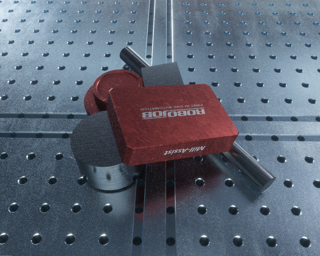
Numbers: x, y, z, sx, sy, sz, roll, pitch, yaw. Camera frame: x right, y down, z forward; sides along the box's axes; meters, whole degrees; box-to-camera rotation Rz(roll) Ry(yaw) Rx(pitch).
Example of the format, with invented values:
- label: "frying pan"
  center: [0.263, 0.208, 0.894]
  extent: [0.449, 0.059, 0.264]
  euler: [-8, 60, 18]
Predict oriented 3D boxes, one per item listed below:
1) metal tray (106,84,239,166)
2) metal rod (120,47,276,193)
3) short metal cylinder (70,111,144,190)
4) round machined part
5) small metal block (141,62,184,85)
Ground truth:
- label: "metal tray"
  center: [0.013, -0.009, 0.357]
  extent: [0.131, 0.030, 0.090]
  euler: [-6, 49, -22]
- label: "metal rod"
  center: [0.034, -0.029, 0.427]
  extent: [0.025, 0.025, 0.300]
  euler: [-29, 56, -22]
- label: "short metal cylinder"
  center: [-0.059, 0.025, 0.364]
  extent: [0.081, 0.050, 0.080]
  euler: [0, 50, 0]
- label: "round machined part"
  center: [-0.055, -0.044, 0.426]
  extent: [0.099, 0.042, 0.098]
  euler: [-1, 50, 1]
- label: "small metal block"
  center: [0.004, -0.061, 0.423]
  extent: [0.050, 0.025, 0.050]
  euler: [-11, 53, -3]
